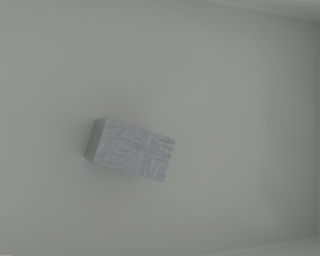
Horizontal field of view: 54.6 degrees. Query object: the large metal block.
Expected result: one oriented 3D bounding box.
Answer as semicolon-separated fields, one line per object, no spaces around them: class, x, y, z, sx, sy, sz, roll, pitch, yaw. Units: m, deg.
large metal block;-0.039;0.024;0.367;0.080;0.080;0.050;18;84;-19
